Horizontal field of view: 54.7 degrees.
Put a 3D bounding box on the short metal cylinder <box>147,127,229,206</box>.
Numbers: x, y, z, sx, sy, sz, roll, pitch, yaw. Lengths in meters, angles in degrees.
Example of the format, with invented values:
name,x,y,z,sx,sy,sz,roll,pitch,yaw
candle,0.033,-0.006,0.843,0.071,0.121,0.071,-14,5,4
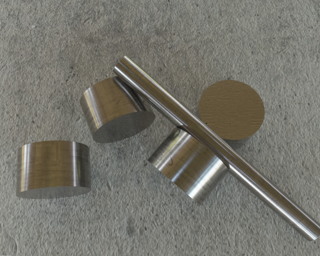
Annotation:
name,x,y,z,sx,sy,sz,roll,pitch,yaw
short metal cylinder,0.032,0.044,0.360,0.080,0.080,0.050,39,83,13

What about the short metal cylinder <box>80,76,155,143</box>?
name,x,y,z,sx,sy,sz,roll,pitch,yaw
short metal cylinder,-0.053,-0.022,0.386,0.080,0.080,0.050,-21,72,-8

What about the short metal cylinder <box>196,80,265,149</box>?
name,x,y,z,sx,sy,sz,roll,pitch,yaw
short metal cylinder,0.087,-0.015,0.401,0.081,0.050,0.080,0,70,0

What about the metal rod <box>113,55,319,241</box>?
name,x,y,z,sx,sy,sz,roll,pitch,yaw
metal rod,0.068,0.025,0.359,0.300,0.025,0.025,41,75,-2

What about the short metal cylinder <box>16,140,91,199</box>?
name,x,y,z,sx,sy,sz,roll,pitch,yaw
short metal cylinder,-0.122,0.051,0.359,0.081,0.080,0.050,-6,70,-2
